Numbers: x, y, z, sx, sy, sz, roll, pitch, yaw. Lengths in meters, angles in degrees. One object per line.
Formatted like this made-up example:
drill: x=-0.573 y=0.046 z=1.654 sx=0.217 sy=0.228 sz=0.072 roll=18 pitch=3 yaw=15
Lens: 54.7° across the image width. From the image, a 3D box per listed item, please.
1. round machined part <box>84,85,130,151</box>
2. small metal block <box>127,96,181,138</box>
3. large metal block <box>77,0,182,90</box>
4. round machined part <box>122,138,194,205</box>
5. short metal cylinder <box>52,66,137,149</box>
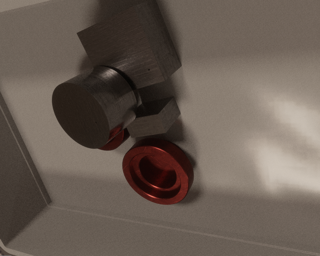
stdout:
round machined part: x=-0.077 y=-0.021 z=0.418 sx=0.098 sy=0.042 sz=0.097 roll=18 pitch=128 yaw=25
small metal block: x=-0.009 y=-0.014 z=0.387 sx=0.050 sy=0.050 sz=0.025 roll=-9 pitch=114 yaw=31
large metal block: x=-0.033 y=-0.089 z=0.354 sx=0.080 sy=0.050 sz=0.080 roll=-11 pitch=113 yaw=32
round machined part: x=0.001 y=0.055 z=0.430 sx=0.098 sy=0.042 sz=0.097 roll=13 pitch=124 yaw=20
short metal cylinder: x=-0.073 y=-0.023 z=0.350 sx=0.080 sy=0.050 sz=0.079 roll=18 pitch=128 yaw=25
